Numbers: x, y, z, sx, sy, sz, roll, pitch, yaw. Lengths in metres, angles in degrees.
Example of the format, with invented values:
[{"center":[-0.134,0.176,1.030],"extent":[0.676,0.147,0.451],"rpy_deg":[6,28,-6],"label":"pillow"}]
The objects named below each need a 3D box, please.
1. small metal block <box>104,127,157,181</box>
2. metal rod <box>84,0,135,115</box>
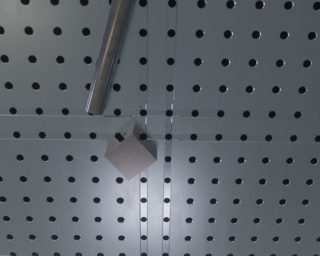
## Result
[{"center":[-0.039,0.036,0.426],"extent":[0.050,0.025,0.050],"rpy_deg":[-38,106,12],"label":"small metal block"},{"center":[-0.039,-0.155,0.355],"extent":[0.025,0.025,0.298],"rpy_deg":[17,109,-6],"label":"metal rod"}]
